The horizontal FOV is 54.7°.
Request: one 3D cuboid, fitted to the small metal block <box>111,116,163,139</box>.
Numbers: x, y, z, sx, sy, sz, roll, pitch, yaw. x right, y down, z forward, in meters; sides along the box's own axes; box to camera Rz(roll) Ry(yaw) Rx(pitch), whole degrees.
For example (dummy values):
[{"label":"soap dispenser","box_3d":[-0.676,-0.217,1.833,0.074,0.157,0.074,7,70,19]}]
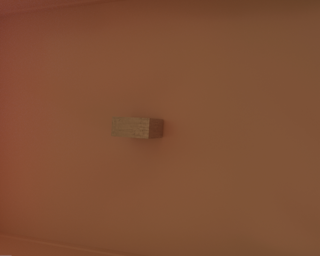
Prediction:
[{"label":"small metal block","box_3d":[-0.028,-0.001,0.403,0.050,0.050,0.025,3,91,19]}]
